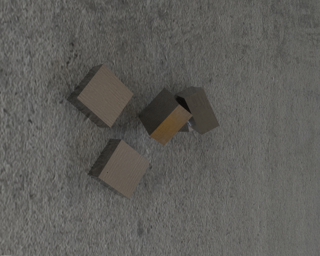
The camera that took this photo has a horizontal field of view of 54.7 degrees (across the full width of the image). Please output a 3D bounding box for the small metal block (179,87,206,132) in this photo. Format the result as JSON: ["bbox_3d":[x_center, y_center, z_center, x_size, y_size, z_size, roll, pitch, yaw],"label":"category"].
[{"bbox_3d":[0.043,-0.027,0.441,0.050,0.025,0.050,-27,107,-37],"label":"small metal block"}]

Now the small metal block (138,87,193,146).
[{"bbox_3d":[0.005,-0.015,0.380,0.050,0.050,0.025,-47,125,10],"label":"small metal block"}]

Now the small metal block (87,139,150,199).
[{"bbox_3d":[-0.047,0.048,0.365,0.050,0.025,0.050,44,64,-31],"label":"small metal block"}]

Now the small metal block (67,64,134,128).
[{"bbox_3d":[-0.066,-0.035,0.349,0.050,0.025,0.050,45,63,-31],"label":"small metal block"}]

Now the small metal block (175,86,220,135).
[{"bbox_3d":[0.046,-0.024,0.391,0.025,0.050,0.050,-28,105,-4],"label":"small metal block"}]
